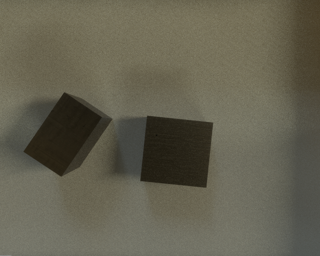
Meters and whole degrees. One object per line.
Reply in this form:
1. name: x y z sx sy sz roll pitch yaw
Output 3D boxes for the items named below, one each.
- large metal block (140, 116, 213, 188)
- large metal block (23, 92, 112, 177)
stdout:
1. large metal block: 0.020 0.029 0.399 0.081 0.050 0.079 6 90 -1
2. large metal block: -0.108 0.007 0.383 0.050 0.080 0.080 34 90 -1
